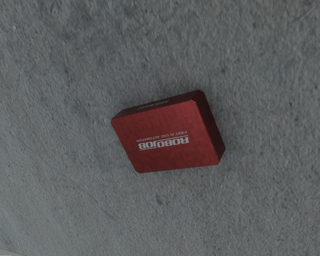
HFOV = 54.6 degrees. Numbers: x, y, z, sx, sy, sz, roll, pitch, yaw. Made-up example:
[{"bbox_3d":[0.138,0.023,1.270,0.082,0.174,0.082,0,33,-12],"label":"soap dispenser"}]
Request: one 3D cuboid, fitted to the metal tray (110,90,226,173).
[{"bbox_3d":[0.009,0.010,0.406,0.130,0.030,0.090,-12,113,33],"label":"metal tray"}]
